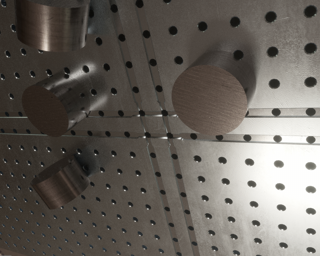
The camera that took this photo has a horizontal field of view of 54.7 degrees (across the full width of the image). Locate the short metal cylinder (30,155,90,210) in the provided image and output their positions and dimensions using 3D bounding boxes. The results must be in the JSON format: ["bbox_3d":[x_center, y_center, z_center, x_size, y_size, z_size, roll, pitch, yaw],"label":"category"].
[{"bbox_3d":[-0.164,0.089,0.515,0.080,0.080,0.050,-18,109,35],"label":"short metal cylinder"}]

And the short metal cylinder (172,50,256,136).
[{"bbox_3d":[0.060,-0.039,0.339,0.080,0.050,0.079,13,124,20],"label":"short metal cylinder"}]

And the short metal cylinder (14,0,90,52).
[{"bbox_3d":[-0.124,-0.129,0.359,0.080,0.080,0.050,25,127,12],"label":"short metal cylinder"}]

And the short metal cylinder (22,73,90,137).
[{"bbox_3d":[-0.150,-0.034,0.451,0.080,0.050,0.079,13,124,20],"label":"short metal cylinder"}]
